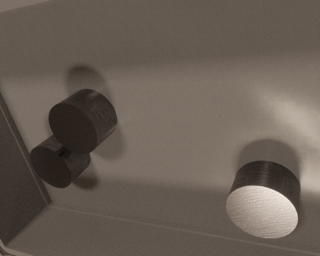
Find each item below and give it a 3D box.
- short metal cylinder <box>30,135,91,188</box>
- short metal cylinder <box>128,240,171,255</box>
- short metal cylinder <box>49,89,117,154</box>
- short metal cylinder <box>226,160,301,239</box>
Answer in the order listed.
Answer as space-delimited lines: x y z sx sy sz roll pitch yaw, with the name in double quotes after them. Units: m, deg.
-0.163 0.051 0.507 0.080 0.050 0.079 13 124 20 "short metal cylinder"
-0.023 0.252 0.561 0.080 0.050 0.079 13 124 20 "short metal cylinder"
-0.109 -0.010 0.442 0.080 0.050 0.079 13 124 20 "short metal cylinder"
0.127 0.087 0.379 0.080 0.050 0.079 13 124 20 "short metal cylinder"
